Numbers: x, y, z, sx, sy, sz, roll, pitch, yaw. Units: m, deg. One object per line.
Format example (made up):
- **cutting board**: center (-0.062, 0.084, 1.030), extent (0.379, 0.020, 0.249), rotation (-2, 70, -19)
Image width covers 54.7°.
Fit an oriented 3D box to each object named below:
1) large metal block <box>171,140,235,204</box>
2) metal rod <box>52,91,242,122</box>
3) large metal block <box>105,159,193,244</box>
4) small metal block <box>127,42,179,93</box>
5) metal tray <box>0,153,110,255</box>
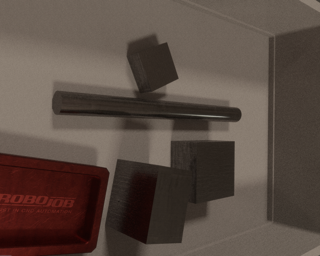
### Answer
- **large metal block**: center (0.062, 0.059, 0.445), extent (0.081, 0.050, 0.079), rotation (1, 90, -40)
- **metal rod**: center (0.009, -0.024, 0.416), extent (0.302, 0.025, 0.025), rotation (1, 90, -40)
- **large metal block**: center (-0.014, 0.082, 0.361), extent (0.050, 0.080, 0.080), rotation (16, 80, -39)
- **small metal block**: center (-0.008, -0.078, 0.401), extent (0.050, 0.025, 0.050), rotation (-31, 110, -36)
- **metal tray**: center (-0.120, 0.075, 0.304), extent (0.131, 0.030, 0.090), rotation (15, 81, -39)
